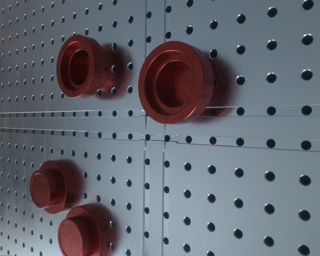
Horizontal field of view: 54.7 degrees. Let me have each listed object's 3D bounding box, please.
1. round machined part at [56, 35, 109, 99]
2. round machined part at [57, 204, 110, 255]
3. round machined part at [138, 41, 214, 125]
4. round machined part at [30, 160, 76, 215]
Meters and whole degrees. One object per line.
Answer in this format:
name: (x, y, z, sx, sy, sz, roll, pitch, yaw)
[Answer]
round machined part: (-0.119, -0.095, 0.494, 0.098, 0.042, 0.097, 0, 90, 39)
round machined part: (-0.129, 0.176, 0.502, 0.098, 0.042, 0.097, 0, 90, 39)
round machined part: (0.023, -0.053, 0.378, 0.098, 0.042, 0.097, 0, 90, 39)
round machined part: (-0.198, 0.107, 0.558, 0.098, 0.042, 0.097, 0, 90, 39)
